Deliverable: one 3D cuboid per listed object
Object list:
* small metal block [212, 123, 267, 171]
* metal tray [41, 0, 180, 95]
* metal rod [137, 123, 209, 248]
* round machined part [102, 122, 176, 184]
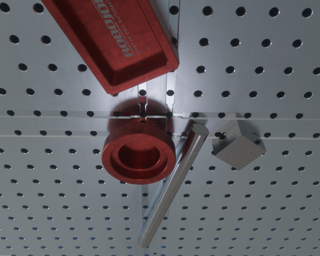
[{"bbox_3d":[0.111,0.027,0.436,0.050,0.025,0.050,31,124,-24],"label":"small metal block"},{"bbox_3d":[-0.046,-0.104,0.318,0.090,0.030,0.130,-20,128,16],"label":"metal tray"},{"bbox_3d":[0.011,0.111,0.506,0.025,0.025,0.298,13,129,-11],"label":"metal rod"},{"bbox_3d":[-0.028,0.031,0.427,0.099,0.042,0.097,0,130,0],"label":"round machined part"}]
